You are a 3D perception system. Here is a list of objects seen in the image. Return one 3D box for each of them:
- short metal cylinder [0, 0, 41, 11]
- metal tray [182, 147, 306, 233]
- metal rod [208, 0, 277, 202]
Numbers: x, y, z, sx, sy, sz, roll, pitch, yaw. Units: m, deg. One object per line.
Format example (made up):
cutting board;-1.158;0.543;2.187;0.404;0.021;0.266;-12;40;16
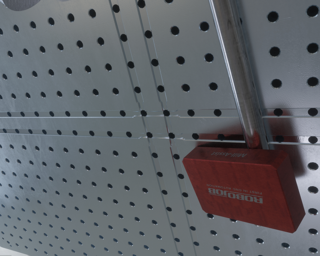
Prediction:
short metal cylinder;-0.166;-0.182;0.350;0.050;0.080;0.080;39;129;2
metal tray;0.096;0.070;0.376;0.130;0.030;0.090;-1;118;48
metal rod;0.100;-0.018;0.347;0.025;0.025;0.298;-7;115;31
